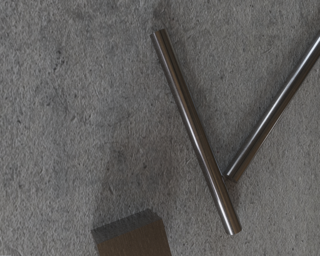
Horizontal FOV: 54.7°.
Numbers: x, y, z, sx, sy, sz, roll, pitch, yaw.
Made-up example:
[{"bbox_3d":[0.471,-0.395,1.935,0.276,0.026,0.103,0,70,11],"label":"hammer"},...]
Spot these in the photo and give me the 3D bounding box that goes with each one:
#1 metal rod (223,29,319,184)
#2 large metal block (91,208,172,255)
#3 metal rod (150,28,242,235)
[{"bbox_3d":[0.190,-0.044,0.480,0.025,0.025,0.300,41,77,-16],"label":"metal rod"},{"bbox_3d":[-0.033,0.157,0.385,0.081,0.050,0.080,-16,96,-20],"label":"large metal block"},{"bbox_3d":[0.053,0.011,0.429,0.025,0.025,0.299,-24,98,-19],"label":"metal rod"}]
